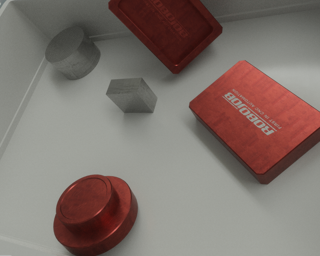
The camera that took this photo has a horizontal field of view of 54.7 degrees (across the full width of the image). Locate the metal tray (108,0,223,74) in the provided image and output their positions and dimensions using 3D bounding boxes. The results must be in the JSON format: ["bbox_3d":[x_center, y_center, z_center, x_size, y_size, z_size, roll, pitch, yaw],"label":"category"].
[{"bbox_3d":[0.008,-0.148,0.415,0.090,0.130,0.030,-42,21,14],"label":"metal tray"}]

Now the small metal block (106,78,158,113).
[{"bbox_3d":[-0.039,-0.045,0.436,0.050,0.050,0.025,1,63,28],"label":"small metal block"}]

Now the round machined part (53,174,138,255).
[{"bbox_3d":[-0.079,0.093,0.359,0.098,0.042,0.098,-14,37,11],"label":"round machined part"}]

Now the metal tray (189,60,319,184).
[{"bbox_3d":[0.106,-0.012,0.354,0.090,0.030,0.130,-40,51,0],"label":"metal tray"}]

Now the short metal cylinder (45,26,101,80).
[{"bbox_3d":[-0.154,-0.132,0.549,0.080,0.050,0.080,-13,56,20],"label":"short metal cylinder"}]
